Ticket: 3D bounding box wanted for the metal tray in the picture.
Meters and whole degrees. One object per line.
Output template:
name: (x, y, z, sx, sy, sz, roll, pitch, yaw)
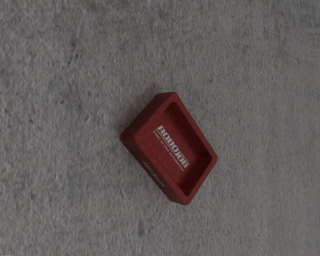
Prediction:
metal tray: (0.018, 0.028, 0.415, 0.090, 0.030, 0.130, -51, 120, -28)
